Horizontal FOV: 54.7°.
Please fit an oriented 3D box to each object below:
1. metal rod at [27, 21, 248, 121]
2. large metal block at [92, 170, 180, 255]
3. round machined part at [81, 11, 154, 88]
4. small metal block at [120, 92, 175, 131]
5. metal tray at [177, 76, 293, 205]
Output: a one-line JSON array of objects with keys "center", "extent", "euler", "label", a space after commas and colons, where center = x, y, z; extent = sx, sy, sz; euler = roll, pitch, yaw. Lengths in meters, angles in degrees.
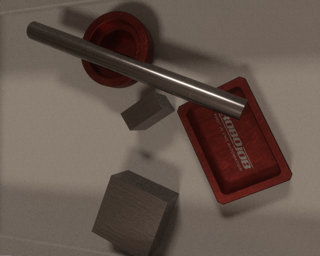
[{"center": [-0.041, -0.076, 0.379], "extent": [0.301, 0.025, 0.025], "euler": [24, 98, 17], "label": "metal rod"}, {"center": [-0.031, 0.111, 0.407], "extent": [0.080, 0.050, 0.080], "euler": [22, 97, 18], "label": "large metal block"}, {"center": [-0.054, -0.102, 0.419], "extent": [0.098, 0.042, 0.097], "euler": [0, 90, 19], "label": "round machined part"}, {"center": [-0.015, -0.020, 0.402], "extent": [0.050, 0.050, 0.025], "euler": [-33, 80, 17], "label": "small metal block"}, {"center": [0.088, 0.015, 0.376], "extent": [0.090, 0.030, 0.129], "euler": [-26, 82, 17], "label": "metal tray"}]
